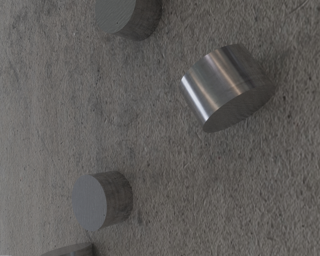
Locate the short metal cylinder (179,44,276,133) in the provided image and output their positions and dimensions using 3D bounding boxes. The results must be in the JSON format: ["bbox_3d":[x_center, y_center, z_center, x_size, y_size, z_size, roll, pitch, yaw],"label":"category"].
[{"bbox_3d":[0.067,-0.038,0.314,0.080,0.081,0.050,-42,65,32],"label":"short metal cylinder"}]

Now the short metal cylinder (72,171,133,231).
[{"bbox_3d":[-0.086,0.106,0.460,0.080,0.050,0.080,0,90,40],"label":"short metal cylinder"}]

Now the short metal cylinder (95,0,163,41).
[{"bbox_3d":[-0.043,-0.165,0.425,0.080,0.050,0.080,0,90,40],"label":"short metal cylinder"}]

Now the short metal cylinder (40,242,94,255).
[{"bbox_3d":[-0.144,0.218,0.489,0.080,0.081,0.050,-19,78,38],"label":"short metal cylinder"}]
